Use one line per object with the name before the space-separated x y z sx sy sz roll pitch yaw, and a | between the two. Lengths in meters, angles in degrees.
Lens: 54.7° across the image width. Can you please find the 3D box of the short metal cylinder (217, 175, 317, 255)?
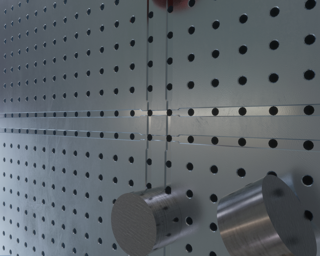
short metal cylinder | 0.100 0.091 0.291 0.050 0.081 0.080 -37 67 34

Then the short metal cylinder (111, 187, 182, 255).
short metal cylinder | -0.019 0.122 0.409 0.080 0.050 0.080 0 90 40
